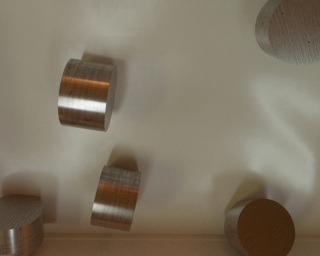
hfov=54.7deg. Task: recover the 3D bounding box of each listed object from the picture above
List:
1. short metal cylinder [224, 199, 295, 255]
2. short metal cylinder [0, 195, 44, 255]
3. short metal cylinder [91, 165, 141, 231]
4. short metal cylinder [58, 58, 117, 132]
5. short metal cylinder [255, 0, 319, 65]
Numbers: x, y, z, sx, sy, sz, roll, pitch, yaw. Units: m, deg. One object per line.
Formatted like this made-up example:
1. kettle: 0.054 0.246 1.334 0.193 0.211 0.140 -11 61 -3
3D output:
1. short metal cylinder: 0.136 0.140 0.430 0.081 0.050 0.080 2 74 -8
2. short metal cylinder: -0.205 0.136 0.430 0.081 0.080 0.050 5 110 -2
3. short metal cylinder: -0.058 0.094 0.416 0.050 0.080 0.079 12 110 -5
4. short metal cylinder: -0.083 -0.038 0.367 0.050 0.080 0.079 9 110 -3
5. short metal cylinder: 0.157 -0.116 0.356 0.081 0.050 0.079 0 110 0
